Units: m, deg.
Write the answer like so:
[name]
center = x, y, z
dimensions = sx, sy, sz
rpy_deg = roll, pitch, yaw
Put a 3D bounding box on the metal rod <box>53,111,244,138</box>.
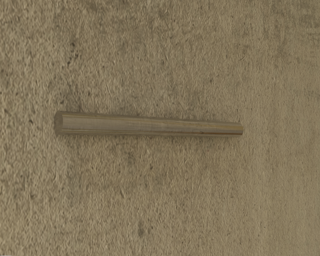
[metal rod]
center = 0.011, -0.001, 0.415
dimensions = 0.302, 0.025, 0.025
rpy_deg = 2, 89, -40
